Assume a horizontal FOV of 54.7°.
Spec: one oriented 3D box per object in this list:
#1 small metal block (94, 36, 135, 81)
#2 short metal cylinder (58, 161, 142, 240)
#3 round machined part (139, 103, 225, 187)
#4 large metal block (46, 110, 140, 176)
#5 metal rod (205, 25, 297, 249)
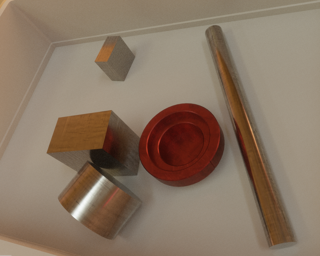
[{"bbox_3d":[-0.070,-0.110,0.492,0.025,0.050,0.050,7,65,31],"label":"small metal block"},{"bbox_3d":[-0.067,0.081,0.354,0.080,0.080,0.050,31,79,37],"label":"short metal cylinder"},{"bbox_3d":[0.028,0.023,0.365,0.098,0.042,0.098,-13,56,20],"label":"round machined part"},{"bbox_3d":[-0.079,0.024,0.395,0.080,0.080,0.050,-6,58,25],"label":"large metal block"},{"bbox_3d":[0.095,-0.016,0.365,0.025,0.025,0.299,-19,54,16],"label":"metal rod"}]
